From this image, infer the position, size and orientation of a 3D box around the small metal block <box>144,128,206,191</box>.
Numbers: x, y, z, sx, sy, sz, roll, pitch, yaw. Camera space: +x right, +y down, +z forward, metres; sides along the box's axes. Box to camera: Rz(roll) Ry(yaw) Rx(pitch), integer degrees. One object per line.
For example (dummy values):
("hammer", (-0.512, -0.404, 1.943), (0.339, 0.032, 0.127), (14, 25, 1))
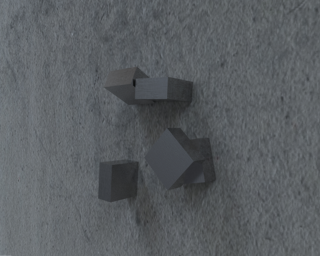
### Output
("small metal block", (0.016, 0.035, 0.357), (0.050, 0.025, 0.050), (52, 120, 27))

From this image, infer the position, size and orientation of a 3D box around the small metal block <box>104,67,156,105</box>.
("small metal block", (-0.037, -0.055, 0.413), (0.050, 0.050, 0.025), (0, 65, 39))

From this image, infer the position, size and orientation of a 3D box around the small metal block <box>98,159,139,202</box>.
("small metal block", (-0.058, 0.072, 0.434), (0.025, 0.050, 0.050), (5, 93, 39))

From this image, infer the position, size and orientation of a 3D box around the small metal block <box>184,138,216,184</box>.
("small metal block", (0.036, 0.041, 0.374), (0.050, 0.025, 0.050), (-13, 82, 39))

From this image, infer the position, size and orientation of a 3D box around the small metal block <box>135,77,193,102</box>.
("small metal block", (0.005, -0.047, 0.383), (0.050, 0.050, 0.025), (4, 93, 39))
